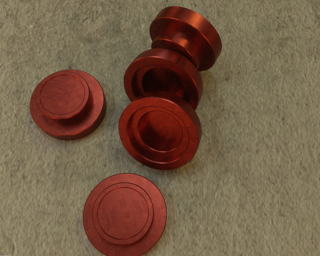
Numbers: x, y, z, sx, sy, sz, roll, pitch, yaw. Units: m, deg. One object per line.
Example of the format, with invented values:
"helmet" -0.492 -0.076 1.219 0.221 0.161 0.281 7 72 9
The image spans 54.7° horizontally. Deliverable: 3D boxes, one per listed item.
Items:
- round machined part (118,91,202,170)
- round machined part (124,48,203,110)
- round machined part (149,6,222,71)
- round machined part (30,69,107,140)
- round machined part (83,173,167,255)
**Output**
"round machined part" 0.003 0.000 0.380 0.098 0.097 0.042 22 32 7
"round machined part" 0.007 -0.058 0.396 0.098 0.097 0.042 21 46 7
"round machined part" 0.028 -0.107 0.409 0.098 0.098 0.042 28 72 9
"round machined part" -0.123 -0.036 0.411 0.099 0.042 0.098 0 70 -1
"round machined part" -0.041 0.101 0.362 0.099 0.042 0.098 0 70 -1
